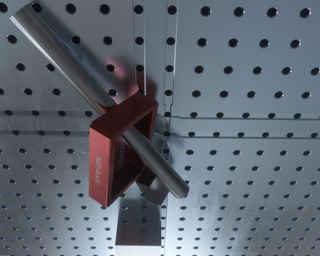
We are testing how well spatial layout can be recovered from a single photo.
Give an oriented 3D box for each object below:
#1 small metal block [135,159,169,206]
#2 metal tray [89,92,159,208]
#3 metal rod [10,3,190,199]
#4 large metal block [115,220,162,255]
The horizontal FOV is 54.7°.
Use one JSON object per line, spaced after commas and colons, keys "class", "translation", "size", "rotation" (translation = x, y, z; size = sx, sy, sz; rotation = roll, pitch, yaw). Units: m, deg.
{"class": "small metal block", "translation": [-0.004, 0.077, 0.455], "size": [0.025, 0.050, 0.050], "rotation": [13, 143, 34]}
{"class": "metal tray", "translation": [-0.047, 0.029, 0.391], "size": [0.030, 0.091, 0.129], "rotation": [29, 133, 20]}
{"class": "metal rod", "translation": [-0.055, -0.013, 0.375], "size": [0.025, 0.025, 0.300], "rotation": [-29, 118, 22]}
{"class": "large metal block", "translation": [-0.040, 0.218, 0.581], "size": [0.081, 0.050, 0.079], "rotation": [2, 130, -2]}
